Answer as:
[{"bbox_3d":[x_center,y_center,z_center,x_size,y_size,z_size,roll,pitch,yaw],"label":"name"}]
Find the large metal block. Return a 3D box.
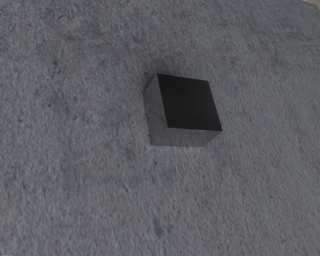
[{"bbox_3d":[0.028,-0.022,0.418,0.081,0.050,0.080,4,60,-27],"label":"large metal block"}]
